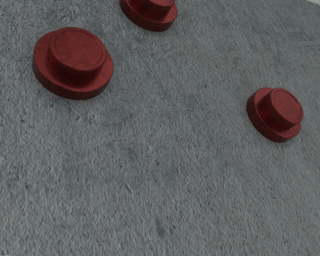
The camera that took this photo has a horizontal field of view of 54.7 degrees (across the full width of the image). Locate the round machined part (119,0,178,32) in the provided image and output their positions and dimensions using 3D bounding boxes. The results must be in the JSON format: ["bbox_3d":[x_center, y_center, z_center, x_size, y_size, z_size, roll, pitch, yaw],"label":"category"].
[{"bbox_3d":[-0.014,-0.211,0.514,0.099,0.042,0.098,14,56,-21],"label":"round machined part"}]

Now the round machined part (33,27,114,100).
[{"bbox_3d":[-0.106,-0.087,0.389,0.099,0.042,0.098,14,56,-21],"label":"round machined part"}]

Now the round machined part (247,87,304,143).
[{"bbox_3d":[0.197,-0.028,0.516,0.099,0.042,0.098,14,56,-21],"label":"round machined part"}]
